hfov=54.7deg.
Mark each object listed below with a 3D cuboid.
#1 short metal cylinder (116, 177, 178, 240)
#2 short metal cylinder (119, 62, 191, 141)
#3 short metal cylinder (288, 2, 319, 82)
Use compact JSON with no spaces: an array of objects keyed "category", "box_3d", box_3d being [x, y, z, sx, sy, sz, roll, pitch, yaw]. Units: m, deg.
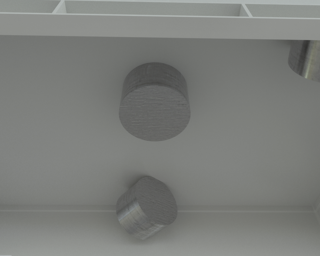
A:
[{"category":"short metal cylinder","box_3d":[-0.020,0.123,0.478,0.080,0.080,0.050,31,123,-24]},{"category":"short metal cylinder","box_3d":[-0.006,-0.030,0.367,0.081,0.050,0.079,0,130,0]},{"category":"short metal cylinder","box_3d":[0.172,-0.085,0.303,0.080,0.080,0.050,-4,130,3]}]
